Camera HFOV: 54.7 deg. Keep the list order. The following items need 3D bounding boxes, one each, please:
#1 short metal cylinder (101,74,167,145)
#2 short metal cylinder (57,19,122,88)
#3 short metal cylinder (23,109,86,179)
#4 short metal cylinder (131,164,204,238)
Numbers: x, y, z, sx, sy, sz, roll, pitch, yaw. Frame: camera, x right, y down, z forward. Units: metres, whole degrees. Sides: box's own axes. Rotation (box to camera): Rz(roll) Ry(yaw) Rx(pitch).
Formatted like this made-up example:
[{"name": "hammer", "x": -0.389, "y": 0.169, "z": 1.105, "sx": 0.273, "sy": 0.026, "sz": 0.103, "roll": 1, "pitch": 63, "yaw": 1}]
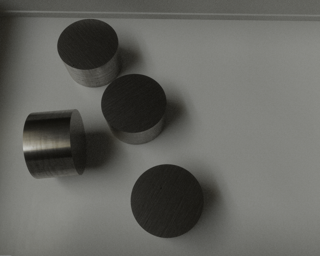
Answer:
[{"name": "short metal cylinder", "x": -0.032, "y": -0.023, "z": 0.404, "sx": 0.081, "sy": 0.050, "sz": 0.080, "roll": 0, "pitch": 70, "yaw": 0}, {"name": "short metal cylinder", "x": -0.095, "y": -0.104, "z": 0.433, "sx": 0.081, "sy": 0.050, "sz": 0.080, "roll": 0, "pitch": 70, "yaw": 0}, {"name": "short metal cylinder", "x": -0.123, "y": 0.019, "z": 0.373, "sx": 0.050, "sy": 0.080, "sz": 0.080, "roll": -5, "pitch": 70, "yaw": -2}, {"name": "short metal cylinder", "x": 0.008, "y": 0.087, "z": 0.364, "sx": 0.081, "sy": 0.050, "sz": 0.080, "roll": 0, "pitch": 70, "yaw": 0}]
